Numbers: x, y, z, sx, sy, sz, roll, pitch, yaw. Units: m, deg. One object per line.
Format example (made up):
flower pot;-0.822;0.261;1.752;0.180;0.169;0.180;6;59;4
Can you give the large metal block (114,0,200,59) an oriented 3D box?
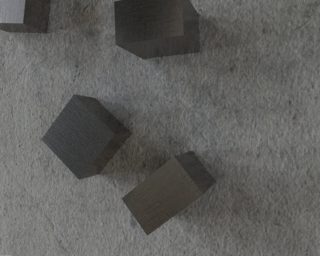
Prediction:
large metal block;0.000;-0.122;0.379;0.080;0.080;0.050;-2;89;19

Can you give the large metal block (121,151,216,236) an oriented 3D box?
large metal block;0.014;0.074;0.374;0.080;0.080;0.050;-41;78;15

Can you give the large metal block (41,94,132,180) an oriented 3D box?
large metal block;-0.101;0.012;0.430;0.080;0.050;0.080;43;103;14

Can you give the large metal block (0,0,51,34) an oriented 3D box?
large metal block;-0.217;-0.192;0.470;0.080;0.050;0.079;8;93;19
